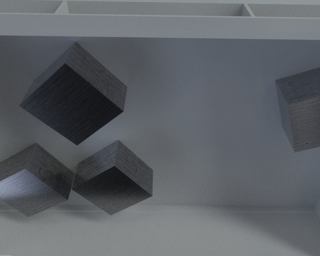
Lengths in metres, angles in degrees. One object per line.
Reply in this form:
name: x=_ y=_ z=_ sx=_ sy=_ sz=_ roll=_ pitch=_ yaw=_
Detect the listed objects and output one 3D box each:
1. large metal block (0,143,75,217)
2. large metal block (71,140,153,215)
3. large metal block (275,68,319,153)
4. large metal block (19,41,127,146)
large metal block: x=-0.189 y=0.079 z=0.458 sx=0.080 sy=0.050 sz=0.080 roll=-26 pitch=126 yaw=20
large metal block: x=-0.067 y=0.075 z=0.456 sx=0.080 sy=0.050 sz=0.080 roll=-30 pitch=124 yaw=22
large metal block: x=0.192 y=-0.024 z=0.374 sx=0.080 sy=0.050 sz=0.080 roll=-16 pitch=129 yaw=13
large metal block: x=-0.097 y=-0.037 z=0.360 sx=0.080 sy=0.050 sz=0.080 roll=-34 pitch=123 yaw=25
